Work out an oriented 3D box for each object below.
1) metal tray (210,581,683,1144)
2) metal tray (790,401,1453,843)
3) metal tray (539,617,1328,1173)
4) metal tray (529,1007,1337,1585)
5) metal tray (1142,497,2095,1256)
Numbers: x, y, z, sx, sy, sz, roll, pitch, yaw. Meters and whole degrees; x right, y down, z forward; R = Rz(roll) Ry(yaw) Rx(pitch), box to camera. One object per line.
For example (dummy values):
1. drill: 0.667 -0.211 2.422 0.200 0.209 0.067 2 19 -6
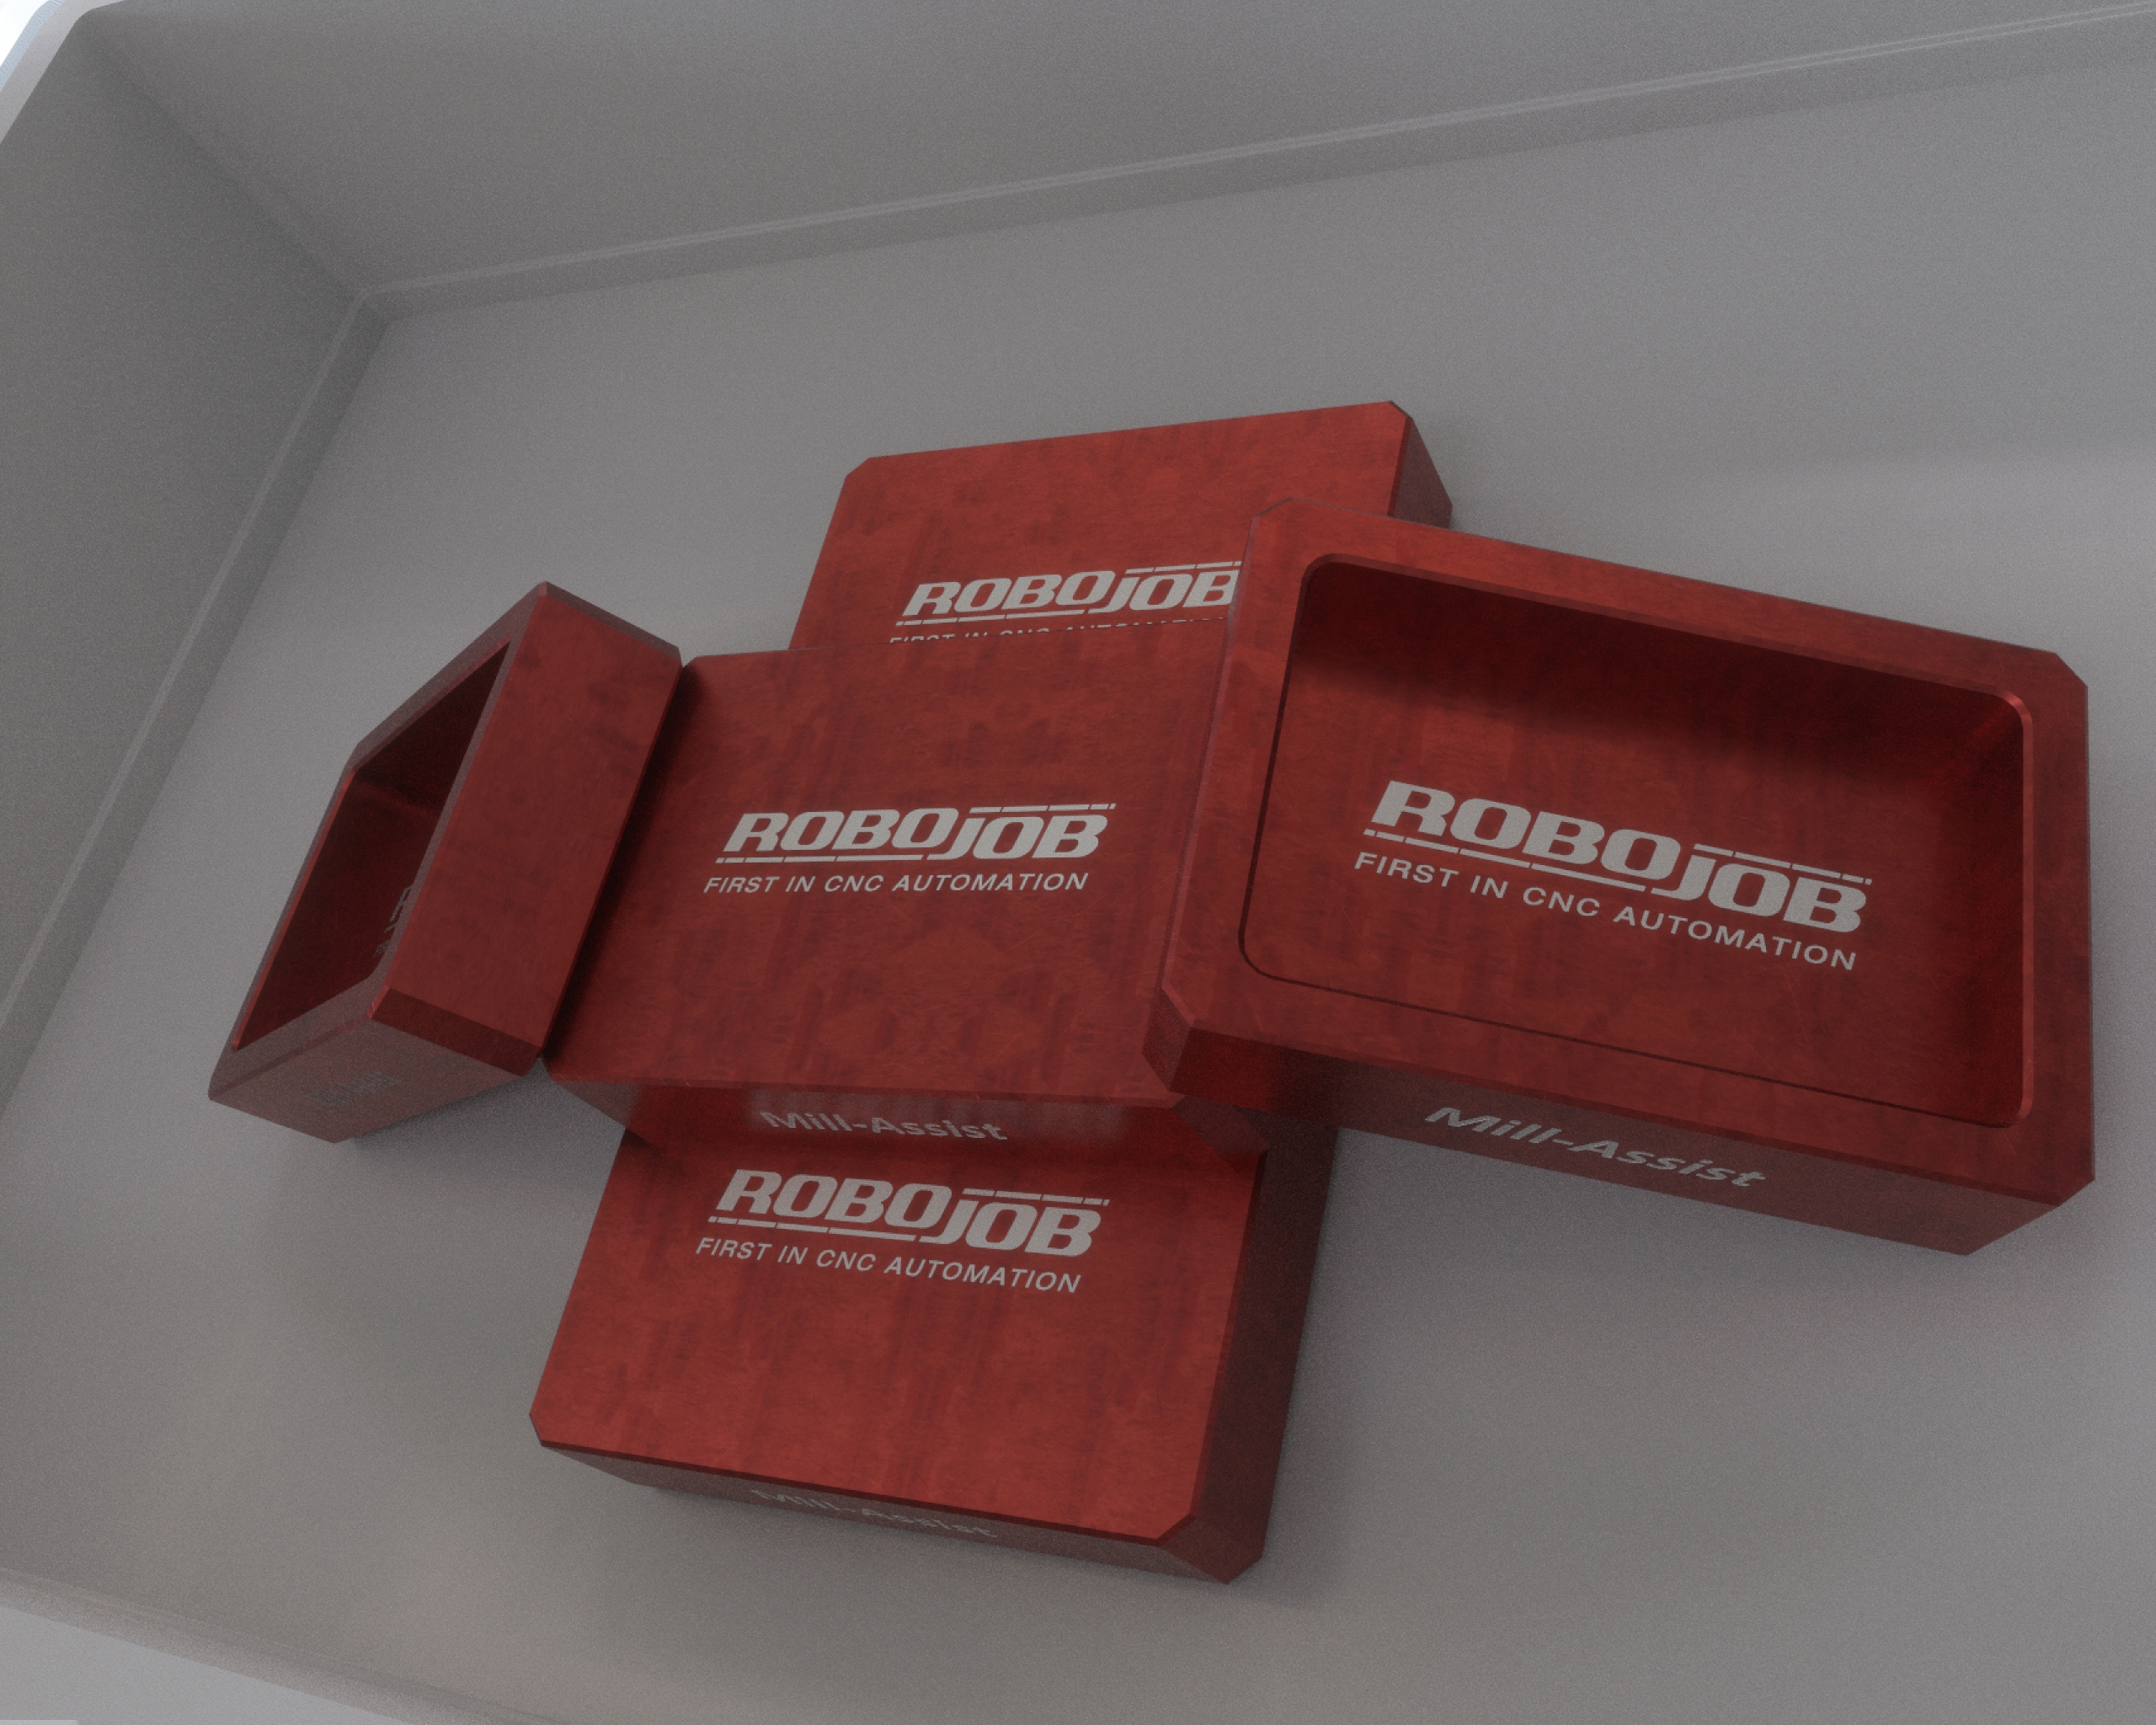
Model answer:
1. metal tray: -0.133 0.005 0.429 0.130 0.030 0.090 -20 49 53
2. metal tray: 0.004 -0.044 0.424 0.130 0.030 0.090 0 61 27
3. metal tray: -0.024 0.005 0.372 0.130 0.030 0.090 -1 61 27
4. metal tray: -0.025 0.070 0.370 0.130 0.030 0.090 0 61 27
5. metal tray: 0.082 0.001 0.317 0.131 0.030 0.090 12 65 1
